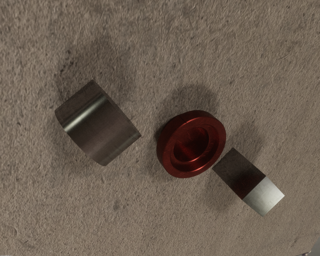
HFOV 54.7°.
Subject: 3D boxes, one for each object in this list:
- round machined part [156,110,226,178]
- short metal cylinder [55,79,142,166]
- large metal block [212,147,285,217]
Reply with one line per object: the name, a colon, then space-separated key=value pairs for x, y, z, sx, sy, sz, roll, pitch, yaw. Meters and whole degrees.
round machined part: x=0.039 y=0.018 z=0.430 sx=0.099 sy=0.042 sz=0.097 roll=-14 pitch=125 yaw=-21
short metal cylinder: x=-0.065 y=-0.006 z=0.333 sx=0.050 sy=0.080 sz=0.080 roll=-41 pitch=130 yaw=-1
large metal block: x=0.144 y=0.088 z=0.507 sx=0.050 sy=0.080 sz=0.080 roll=-46 pitch=130 yaw=4
